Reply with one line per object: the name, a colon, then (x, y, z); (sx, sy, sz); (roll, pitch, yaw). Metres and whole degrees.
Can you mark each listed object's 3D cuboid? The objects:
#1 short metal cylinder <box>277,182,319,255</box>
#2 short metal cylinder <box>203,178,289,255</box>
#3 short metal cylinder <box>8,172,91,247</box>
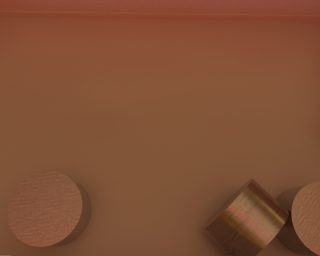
short metal cylinder: (0.179, 0.105, 0.356); (0.081, 0.050, 0.080); (1, 71, -4)
short metal cylinder: (0.094, 0.102, 0.344); (0.080, 0.080, 0.050); (-42, 75, -14)
short metal cylinder: (-0.125, 0.095, 0.361); (0.081, 0.050, 0.080); (0, 70, 0)
